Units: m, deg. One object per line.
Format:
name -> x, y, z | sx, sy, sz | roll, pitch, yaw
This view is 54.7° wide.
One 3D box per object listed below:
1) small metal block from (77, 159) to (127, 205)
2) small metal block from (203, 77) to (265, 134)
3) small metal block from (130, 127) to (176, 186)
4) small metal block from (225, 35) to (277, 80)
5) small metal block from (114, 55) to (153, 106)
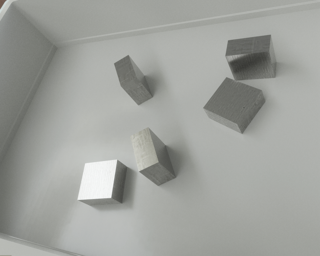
small metal block -> -0.074, 0.071, 0.401 | 0.050, 0.025, 0.050 | -9, 58, 23
small metal block -> 0.090, -0.028, 0.376 | 0.050, 0.025, 0.050 | 31, 78, 37
small metal block -> -0.008, 0.035, 0.373 | 0.025, 0.050, 0.050 | -27, 52, 12
small metal block -> 0.113, -0.085, 0.382 | 0.050, 0.050, 0.025 | 0, 62, 28
small metal block -> -0.039, -0.069, 0.453 | 0.025, 0.050, 0.050 | -28, 52, 11
